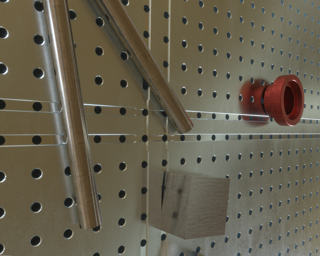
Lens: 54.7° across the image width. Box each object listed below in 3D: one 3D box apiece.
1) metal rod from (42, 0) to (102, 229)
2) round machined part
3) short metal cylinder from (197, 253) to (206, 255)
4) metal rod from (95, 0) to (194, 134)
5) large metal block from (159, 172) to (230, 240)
[{"bbox_3d":[-0.096,-0.039,0.329,0.025,0.025,0.298,-13,98,-40],"label":"metal rod"},{"bbox_3d":[0.237,-0.053,0.599,0.099,0.042,0.097,-2,93,-42],"label":"round machined part"},{"bbox_3d":[0.084,0.221,0.447,0.080,0.080,0.050,35,69,-35],"label":"short metal cylinder"},{"bbox_3d":[-0.037,-0.113,0.379,0.025,0.025,0.299,-48,119,-29],"label":"metal rod"},{"bbox_3d":[0.050,0.107,0.438,0.081,0.050,0.080,11,83,-40],"label":"large metal block"}]
